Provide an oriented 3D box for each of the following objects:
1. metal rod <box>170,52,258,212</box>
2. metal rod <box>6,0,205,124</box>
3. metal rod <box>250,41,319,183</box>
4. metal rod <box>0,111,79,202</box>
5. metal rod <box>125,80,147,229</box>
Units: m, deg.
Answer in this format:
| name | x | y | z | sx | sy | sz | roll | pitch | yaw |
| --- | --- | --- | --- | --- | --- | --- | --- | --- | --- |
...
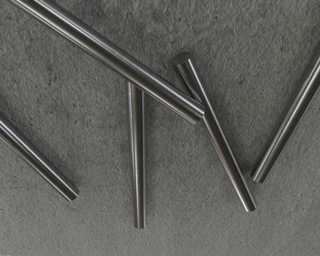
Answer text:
| name | x | y | z | sx | sy | sz | roll | pitch | yaw |
| --- | --- | --- | --- | --- | --- | --- | --- | --- | --- |
| metal rod | 0.087 | 0.026 | 0.429 | 0.025 | 0.025 | 0.299 | -20 | 128 | 16 |
| metal rod | -0.076 | -0.091 | 0.312 | 0.301 | 0.025 | 0.025 | 32 | 123 | -19 |
| metal rod | 0.173 | -0.038 | 0.376 | 0.025 | 0.025 | 0.298 | 7 | 130 | -6 |
| metal rod | -0.203 | 0.004 | 0.408 | 0.025 | 0.025 | 0.299 | -20 | 128 | 16 |
| metal rod | -0.032 | 0.055 | 0.452 | 0.025 | 0.025 | 0.298 | 1 | 130 | -1 |
